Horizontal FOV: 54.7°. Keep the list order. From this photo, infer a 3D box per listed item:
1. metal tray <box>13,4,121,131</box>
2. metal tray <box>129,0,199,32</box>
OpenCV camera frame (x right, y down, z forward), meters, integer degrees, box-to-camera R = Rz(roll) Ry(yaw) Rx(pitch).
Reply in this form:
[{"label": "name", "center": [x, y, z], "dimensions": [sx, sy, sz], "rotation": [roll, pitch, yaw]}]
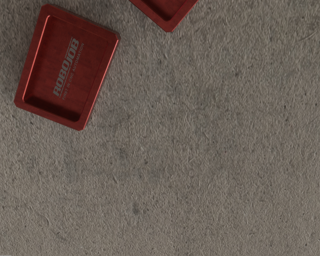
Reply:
[{"label": "metal tray", "center": [-0.113, -0.071, 0.379], "dimensions": [0.090, 0.030, 0.129], "rotation": [22, 108, -8]}, {"label": "metal tray", "center": [0.018, -0.180, 0.325], "dimensions": [0.090, 0.030, 0.129], "rotation": [38, 119, -13]}]
